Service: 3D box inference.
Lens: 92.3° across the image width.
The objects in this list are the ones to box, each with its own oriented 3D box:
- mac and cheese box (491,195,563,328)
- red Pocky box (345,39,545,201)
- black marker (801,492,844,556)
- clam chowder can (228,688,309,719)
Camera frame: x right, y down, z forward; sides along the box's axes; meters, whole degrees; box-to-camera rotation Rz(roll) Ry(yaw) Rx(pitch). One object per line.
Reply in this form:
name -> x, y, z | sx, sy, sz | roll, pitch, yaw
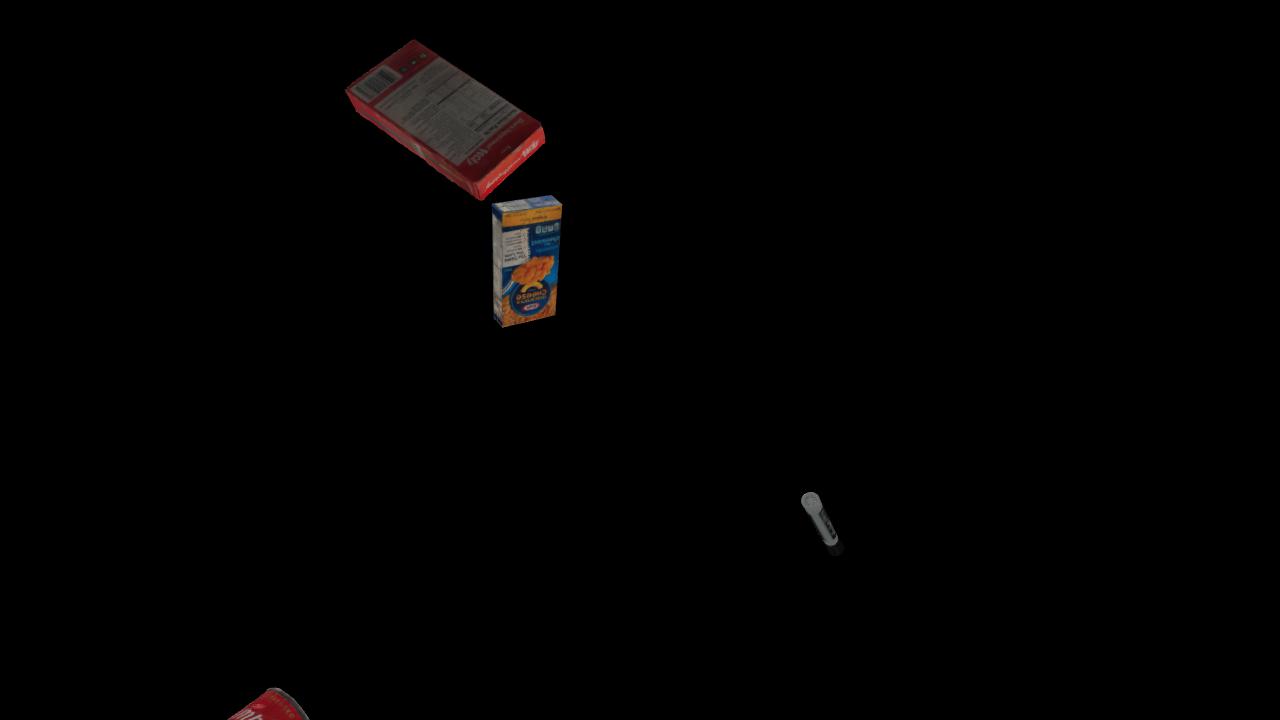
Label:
mac and cheese box -> -0.164, -0.140, 0.888 | 0.093, 0.184, 0.041 | -19, 45, -31
red Pocky box -> -0.165, -0.206, 0.524 | 0.155, 0.083, 0.028 | 37, -20, 12
black marker -> 0.198, 0.180, 0.662 | 0.020, 0.020, 0.121 | 0, -39, 33
clam chowder can -> -0.290, 0.293, 0.429 | 0.068, 0.068, 0.102 | 0, 16, 31
